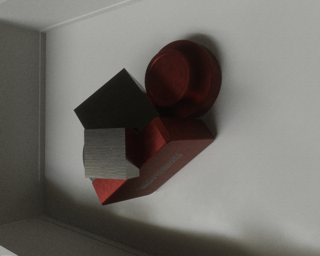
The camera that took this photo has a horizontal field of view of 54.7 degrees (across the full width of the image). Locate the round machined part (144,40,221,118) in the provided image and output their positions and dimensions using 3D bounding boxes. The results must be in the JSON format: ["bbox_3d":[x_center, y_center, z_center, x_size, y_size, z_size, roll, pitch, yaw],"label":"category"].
[{"bbox_3d":[0.020,-0.058,0.375,0.098,0.042,0.097,0,90,39],"label":"round machined part"}]

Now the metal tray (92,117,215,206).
[{"bbox_3d":[-0.008,0.040,0.367,0.129,0.091,0.030,-45,63,30],"label":"metal tray"}]

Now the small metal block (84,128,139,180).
[{"bbox_3d":[-0.050,0.026,0.320,0.050,0.025,0.050,-2,88,26],"label":"small metal block"}]

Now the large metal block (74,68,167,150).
[{"bbox_3d":[-0.044,-0.011,0.376,0.080,0.050,0.080,-39,64,6],"label":"large metal block"}]

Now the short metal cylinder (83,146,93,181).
[{"bbox_3d":[-0.064,0.039,0.439,0.080,0.050,0.079,0,90,39],"label":"short metal cylinder"}]
